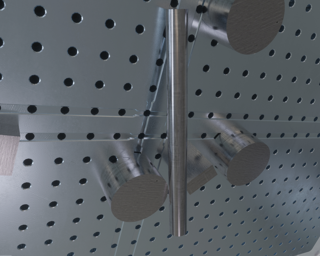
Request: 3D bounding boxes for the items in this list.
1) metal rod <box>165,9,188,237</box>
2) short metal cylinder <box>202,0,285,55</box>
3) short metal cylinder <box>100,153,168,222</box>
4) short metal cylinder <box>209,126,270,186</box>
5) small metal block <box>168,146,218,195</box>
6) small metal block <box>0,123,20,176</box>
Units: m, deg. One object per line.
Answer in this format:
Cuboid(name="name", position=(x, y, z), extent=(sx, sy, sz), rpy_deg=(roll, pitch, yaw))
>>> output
Cuboid(name="metal rod", position=(0.022, 0.008, 0.393), extent=(0.025, 0.025, 0.298), rpy_deg=(-11, 112, -23))
Cuboid(name="short metal cylinder", position=(0.098, -0.133, 0.366), extent=(0.081, 0.050, 0.079), rpy_deg=(-14, 124, -21))
Cuboid(name="short metal cylinder", position=(-0.036, 0.081, 0.426), extent=(0.081, 0.050, 0.079), rpy_deg=(-14, 124, -21))
Cuboid(name="short metal cylinder", position=(0.125, 0.044, 0.491), extent=(0.081, 0.050, 0.079), rpy_deg=(-14, 124, -21))
Cuboid(name="small metal block", position=(0.048, 0.062, 0.460), extent=(0.050, 0.050, 0.025), rpy_deg=(-36, 129, -5))
Cuboid(name="small metal block", position=(-0.180, 0.022, 0.327), extent=(0.050, 0.025, 0.050), rpy_deg=(8, 114, -32))
